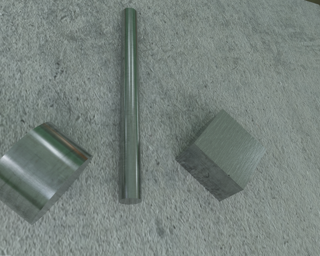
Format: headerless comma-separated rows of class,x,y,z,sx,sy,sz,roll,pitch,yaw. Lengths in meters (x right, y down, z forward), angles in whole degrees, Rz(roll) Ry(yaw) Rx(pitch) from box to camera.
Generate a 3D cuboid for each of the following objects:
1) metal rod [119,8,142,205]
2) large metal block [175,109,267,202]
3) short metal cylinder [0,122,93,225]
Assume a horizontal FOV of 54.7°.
metal rod,-0.040,-0.050,0.412,0.025,0.025,0.299,11,57,-23
large metal block,0.081,0.035,0.410,0.080,0.050,0.080,44,51,2
short metal cylinder,-0.108,0.041,0.286,0.050,0.080,0.080,40,51,-2
